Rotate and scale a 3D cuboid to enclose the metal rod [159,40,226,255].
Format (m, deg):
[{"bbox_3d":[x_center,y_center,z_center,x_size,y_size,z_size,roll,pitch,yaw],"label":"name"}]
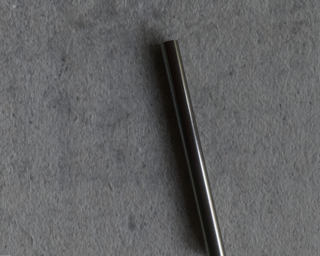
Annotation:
[{"bbox_3d":[0.044,0.033,0.410,0.025,0.025,0.298,-13,90,0],"label":"metal rod"}]
